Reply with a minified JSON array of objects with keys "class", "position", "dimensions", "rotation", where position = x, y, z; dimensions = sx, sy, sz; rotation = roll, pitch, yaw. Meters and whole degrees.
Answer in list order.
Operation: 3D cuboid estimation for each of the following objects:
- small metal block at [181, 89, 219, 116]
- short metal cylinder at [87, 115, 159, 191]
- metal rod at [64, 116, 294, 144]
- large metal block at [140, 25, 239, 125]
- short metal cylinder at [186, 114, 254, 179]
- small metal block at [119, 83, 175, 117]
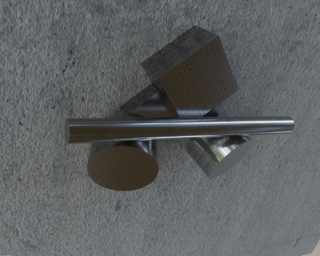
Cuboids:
[{"class":"small metal block","position":[0.049,-0.017,0.424],"dimensions":[0.050,0.025,0.050],"rotation":[-37,129,-3]},{"class":"short metal cylinder","position":[-0.043,0.031,0.369],"dimensions":[0.081,0.050,0.079],"rotation":[-2,133,-2]},{"class":"metal rod","position":[0.045,-0.001,0.366],"dimensions":[0.303,0.025,0.025],"rotation":[-2,119,-28]},{"class":"large metal block","position":[0.037,-0.061,0.372],"dimensions":[0.080,0.050,0.080],"rotation":[-36,129,-4]},{"class":"short metal cylinder","position":[0.084,0.027,0.437],"dimensions":[0.080,0.050,0.080],"rotation":[-31,154,-17]},{"class":"small metal block","position":[-0.015,-0.019,0.389],"dimensions":[0.050,0.025,0.050],"rotation":[-38,129,-4]}]
